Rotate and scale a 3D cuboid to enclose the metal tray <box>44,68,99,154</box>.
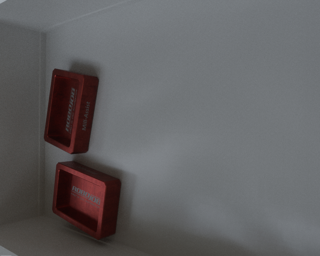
[{"bbox_3d":[-0.153,-0.030,0.526,0.090,0.030,0.129,18,101,38],"label":"metal tray"}]

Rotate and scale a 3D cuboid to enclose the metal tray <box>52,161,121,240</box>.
[{"bbox_3d":[-0.122,0.112,0.501,0.130,0.030,0.089,12,98,39],"label":"metal tray"}]
